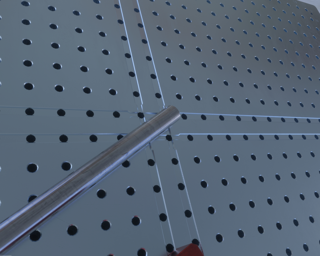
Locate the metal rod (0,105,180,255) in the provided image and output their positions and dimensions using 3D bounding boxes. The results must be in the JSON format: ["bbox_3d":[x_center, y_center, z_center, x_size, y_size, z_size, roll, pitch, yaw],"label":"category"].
[{"bbox_3d":[-0.076,0.050,0.337,0.025,0.025,0.302,49,51,5],"label":"metal rod"}]

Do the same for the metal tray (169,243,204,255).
[{"bbox_3d":[0.008,0.186,0.297,0.131,0.030,0.090,-24,75,-37],"label":"metal tray"}]
